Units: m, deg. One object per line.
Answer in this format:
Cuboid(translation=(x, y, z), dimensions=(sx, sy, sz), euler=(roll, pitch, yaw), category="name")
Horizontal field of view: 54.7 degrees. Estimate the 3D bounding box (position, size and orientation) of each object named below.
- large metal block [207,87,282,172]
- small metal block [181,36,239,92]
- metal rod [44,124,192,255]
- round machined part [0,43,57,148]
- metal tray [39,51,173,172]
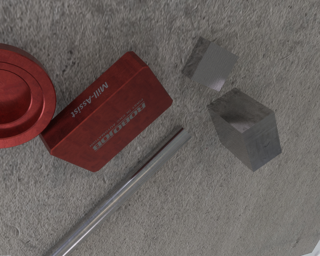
Cuboid(translation=(0.119, 0.001, 0.437), dimensions=(0.050, 0.080, 0.080), euler=(-33, 129, -7), category="large metal block")
Cuboid(translation=(0.063, -0.080, 0.392), dimensions=(0.050, 0.025, 0.050), euler=(16, 110, -35), category="small metal block")
Cuboid(translation=(-0.072, 0.108, 0.434), dimensions=(0.300, 0.025, 0.025), euler=(-44, 129, 2), category="metal rod")
Cuboid(translation=(-0.153, -0.032, 0.293), dimensions=(0.099, 0.042, 0.097), euler=(-14, 124, -21), category="round machined part")
Cuboid(translation=(-0.054, -0.013, 0.346), dimensions=(0.130, 0.030, 0.090), euler=(-42, 151, 1), category="metal tray")
